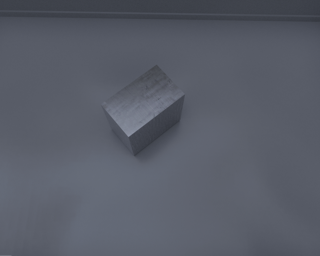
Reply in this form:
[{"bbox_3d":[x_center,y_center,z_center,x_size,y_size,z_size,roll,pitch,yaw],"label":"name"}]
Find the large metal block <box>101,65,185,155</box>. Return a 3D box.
[{"bbox_3d":[-0.019,-0.019,0.384,0.080,0.080,0.050,-38,75,-13],"label":"large metal block"}]
